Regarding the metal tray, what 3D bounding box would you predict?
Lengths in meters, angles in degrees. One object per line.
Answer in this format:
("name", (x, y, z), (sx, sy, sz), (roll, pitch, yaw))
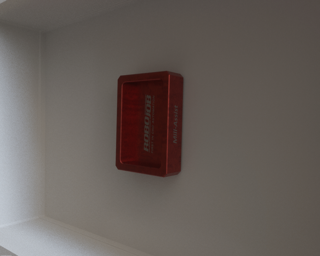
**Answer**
("metal tray", (-0.016, -0.006, 0.411), (0.090, 0.030, 0.129), (2, 91, 39))
